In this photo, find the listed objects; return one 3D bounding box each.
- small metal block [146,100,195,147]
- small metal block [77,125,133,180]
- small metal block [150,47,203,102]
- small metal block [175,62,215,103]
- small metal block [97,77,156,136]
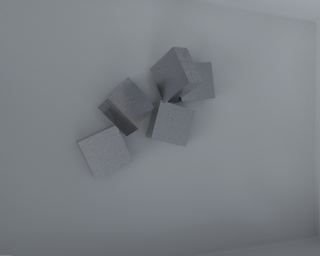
[{"bbox_3d":[0.014,-0.006,0.415,0.050,0.025,0.050,15,85,-20],"label":"small metal block"},{"bbox_3d":[-0.069,0.029,0.385,0.050,0.025,0.050,-26,99,-18],"label":"small metal block"},{"bbox_3d":[0.019,-0.067,0.394,0.025,0.050,0.050,-9,72,-43],"label":"small metal block"},{"bbox_3d":[0.045,-0.063,0.427,0.050,0.025,0.050,-8,93,-20],"label":"small metal block"},{"bbox_3d":[-0.040,-0.027,0.384,0.050,0.025,0.050,46,44,-14],"label":"small metal block"}]
